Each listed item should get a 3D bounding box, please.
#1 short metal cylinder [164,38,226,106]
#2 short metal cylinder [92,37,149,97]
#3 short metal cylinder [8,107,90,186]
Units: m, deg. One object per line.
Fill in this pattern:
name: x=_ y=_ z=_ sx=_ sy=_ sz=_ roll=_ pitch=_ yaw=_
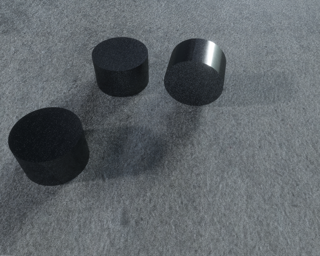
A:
short metal cylinder: x=0.050 y=-0.077 z=0.433 sx=0.080 sy=0.080 sz=0.050 roll=9 pitch=51 yaw=7
short metal cylinder: x=-0.057 y=-0.092 z=0.463 sx=0.081 sy=0.050 sz=0.080 roll=0 pitch=50 yaw=0
short metal cylinder: x=-0.129 y=0.021 z=0.368 sx=0.081 sy=0.050 sz=0.080 roll=0 pitch=50 yaw=0
